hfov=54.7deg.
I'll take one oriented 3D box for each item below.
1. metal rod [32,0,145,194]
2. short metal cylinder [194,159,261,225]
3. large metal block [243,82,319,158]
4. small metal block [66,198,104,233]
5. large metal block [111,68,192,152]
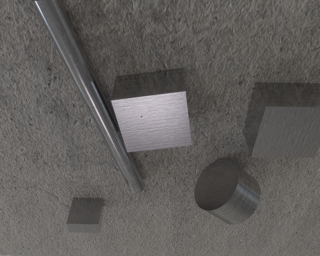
[{"bbox_3d":[-0.073,-0.017,0.391,0.025,0.025,0.299,-12,130,9],"label":"metal rod"},{"bbox_3d":[0.097,0.092,0.451,0.050,0.080,0.080,36,121,-27],"label":"short metal cylinder"},{"bbox_3d":[0.156,-0.009,0.385,0.081,0.050,0.079,1,130,-1],"label":"large metal block"},{"bbox_3d":[-0.122,0.144,0.512,0.050,0.050,0.025,2,130,-2],"label":"small metal block"},{"bbox_3d":[-0.007,-0.020,0.374,0.080,0.050,0.080,-7,130,5],"label":"large metal block"}]
